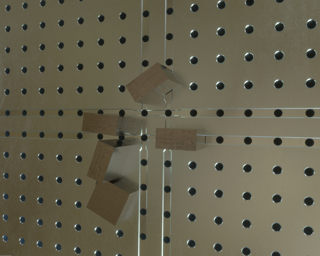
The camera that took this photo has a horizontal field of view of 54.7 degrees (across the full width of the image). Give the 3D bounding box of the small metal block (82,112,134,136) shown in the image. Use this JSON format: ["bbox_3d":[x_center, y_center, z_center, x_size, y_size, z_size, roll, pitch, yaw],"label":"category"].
[{"bbox_3d":[-0.070,-0.005,0.423,0.050,0.050,0.025,8,93,19],"label":"small metal block"}]

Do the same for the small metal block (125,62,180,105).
[{"bbox_3d":[-0.008,-0.056,0.401,0.050,0.050,0.025,-34,80,16],"label":"small metal block"}]

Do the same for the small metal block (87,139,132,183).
[{"bbox_3d":[-0.068,0.044,0.422,0.025,0.050,0.050,22,97,18],"label":"small metal block"}]

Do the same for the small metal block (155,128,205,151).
[{"bbox_3d":[0.027,0.013,0.389,0.050,0.050,0.025,2,91,19],"label":"small metal block"}]

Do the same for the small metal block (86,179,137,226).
[{"bbox_3d":[-0.068,0.100,0.435,0.050,0.025,0.050,27,99,17],"label":"small metal block"}]
